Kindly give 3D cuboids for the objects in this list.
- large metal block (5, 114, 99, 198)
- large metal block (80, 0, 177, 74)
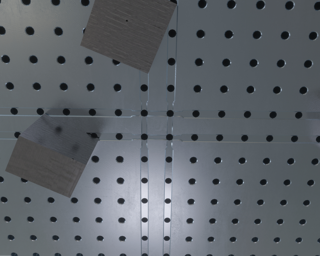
[{"bbox_3d":[-0.132,0.032,0.395,0.080,0.080,0.050,26,108,-9],"label":"large metal block"},{"bbox_3d":[-0.035,-0.119,0.356,0.080,0.050,0.080,22,109,-8],"label":"large metal block"}]
